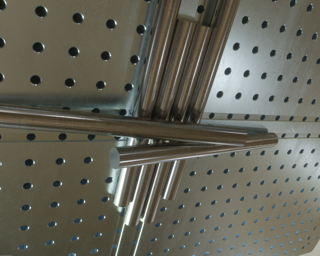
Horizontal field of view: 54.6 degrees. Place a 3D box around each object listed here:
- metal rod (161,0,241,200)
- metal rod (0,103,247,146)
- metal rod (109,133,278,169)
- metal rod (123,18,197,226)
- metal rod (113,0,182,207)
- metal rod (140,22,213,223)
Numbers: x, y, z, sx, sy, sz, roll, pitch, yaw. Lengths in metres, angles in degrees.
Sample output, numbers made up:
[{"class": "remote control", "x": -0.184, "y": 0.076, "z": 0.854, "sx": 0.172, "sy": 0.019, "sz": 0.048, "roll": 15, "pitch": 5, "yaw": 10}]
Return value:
[{"class": "metal rod", "x": 0.048, "y": -0.028, "z": 0.418, "sx": 0.025, "sy": 0.025, "sz": 0.298, "roll": 1, "pitch": 118, "yaw": -29}, {"class": "metal rod", "x": -0.031, "y": -0.001, "z": 0.363, "sx": 0.302, "sy": 0.025, "sz": 0.025, "roll": 5, "pitch": 116, "yaw": -21}, {"class": "metal rod", "x": 0.070, "y": 0.027, "z": 0.438, "sx": 0.302, "sy": 0.025, "sz": 0.025, "roll": -3, "pitch": 120, "yaw": -37}, {"class": "metal rod", "x": -0.008, "y": 0.009, "z": 0.411, "sx": 0.025, "sy": 0.025, "sz": 0.298, "roll": 1, "pitch": 118, "yaw": -29}, {"class": "metal rod", "x": -0.020, "y": -0.026, "z": 0.383, "sx": 0.025, "sy": 0.025, "sz": 0.298, "roll": 1, "pitch": 118, "yaw": -29}, {"class": "metal rod", "x": 0.014, "y": 0.010, "z": 0.425, "sx": 0.025, "sy": 0.025, "sz": 0.298, "roll": 1, "pitch": 118, "yaw": -29}]
